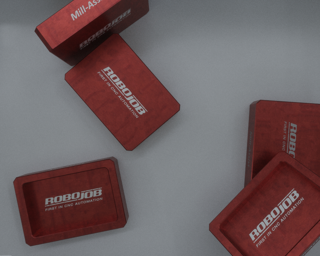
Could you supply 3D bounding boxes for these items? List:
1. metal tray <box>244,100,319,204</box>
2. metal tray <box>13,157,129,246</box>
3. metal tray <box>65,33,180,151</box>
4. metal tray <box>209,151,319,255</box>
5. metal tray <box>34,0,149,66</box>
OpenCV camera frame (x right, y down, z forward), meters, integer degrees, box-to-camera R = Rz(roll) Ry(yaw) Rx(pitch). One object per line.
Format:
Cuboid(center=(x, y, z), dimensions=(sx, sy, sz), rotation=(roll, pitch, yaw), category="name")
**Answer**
Cuboid(center=(0.164, 0.031, 0.410), dimensions=(0.091, 0.030, 0.129), rotation=(4, 90, 0), category="metal tray")
Cuboid(center=(-0.114, 0.095, 0.407), dimensions=(0.131, 0.030, 0.089), rotation=(-11, 90, 0), category="metal tray")
Cuboid(center=(-0.048, -0.046, 0.408), dimensions=(0.090, 0.030, 0.130), rotation=(-41, 90, 0), category="metal tray")
Cuboid(center=(0.133, 0.102, 0.355), dimensions=(0.130, 0.030, 0.090), rotation=(-46, 53, 0), category="metal tray")
Cuboid(center=(-0.076, -0.132, 0.378), dimensions=(0.130, 0.090, 0.030), rotation=(-36, 90, 0), category="metal tray")
